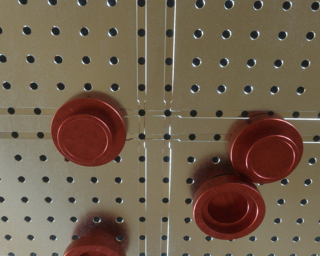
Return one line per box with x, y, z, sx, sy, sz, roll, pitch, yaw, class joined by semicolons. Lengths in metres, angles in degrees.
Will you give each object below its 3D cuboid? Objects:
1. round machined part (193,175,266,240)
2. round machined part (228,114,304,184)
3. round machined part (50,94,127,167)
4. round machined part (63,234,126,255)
0.096;0.108;0.443;0.099;0.042;0.097;0;114;1;round machined part
0.145;0.034;0.419;0.099;0.042;0.097;0;110;-1;round machined part
-0.094;0.008;0.406;0.099;0.042;0.097;0;110;-1;round machined part
-0.099;0.205;0.479;0.099;0.042;0.097;0;110;-1;round machined part
